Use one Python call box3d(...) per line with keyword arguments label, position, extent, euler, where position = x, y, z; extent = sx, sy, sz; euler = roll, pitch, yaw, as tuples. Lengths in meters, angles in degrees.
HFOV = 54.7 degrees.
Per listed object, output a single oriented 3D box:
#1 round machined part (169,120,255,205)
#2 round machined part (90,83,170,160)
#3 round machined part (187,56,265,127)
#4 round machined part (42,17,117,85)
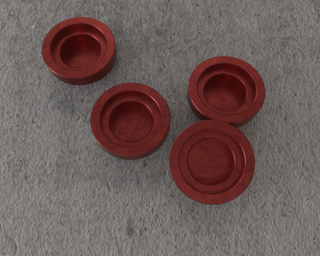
box3d(label="round machined part", position=(0.061, 0.041, 0.377), extent=(0.099, 0.042, 0.097), euler=(0, 83, 3))
box3d(label="round machined part", position=(-0.036, -0.006, 0.401), extent=(0.099, 0.042, 0.098), euler=(0, 70, 0))
box3d(label="round machined part", position=(0.085, -0.044, 0.415), extent=(0.099, 0.042, 0.098), euler=(0, 69, -1))
box3d(label="round machined part", position=(-0.110, -0.103, 0.436), extent=(0.099, 0.042, 0.098), euler=(0, 70, 0))
